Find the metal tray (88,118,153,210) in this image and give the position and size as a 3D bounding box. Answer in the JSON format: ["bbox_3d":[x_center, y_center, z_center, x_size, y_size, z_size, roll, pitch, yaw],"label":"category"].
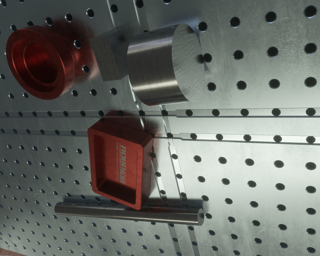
[{"bbox_3d":[-0.061,0.057,0.473,0.090,0.030,0.129,17,125,18],"label":"metal tray"}]

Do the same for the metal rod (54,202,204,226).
[{"bbox_3d":[-0.068,0.145,0.534,0.300,0.025,0.025,-6,116,30],"label":"metal rod"}]

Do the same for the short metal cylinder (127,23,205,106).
[{"bbox_3d":[0.009,-0.065,0.330,0.050,0.080,0.080,-4,117,30],"label":"short metal cylinder"}]

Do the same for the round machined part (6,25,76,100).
[{"bbox_3d":[-0.156,-0.091,0.424,0.098,0.042,0.097,13,124,20],"label":"round machined part"}]

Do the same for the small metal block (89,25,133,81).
[{"bbox_3d":[-0.051,-0.088,0.366,0.025,0.050,0.050,-2,118,29],"label":"small metal block"}]
